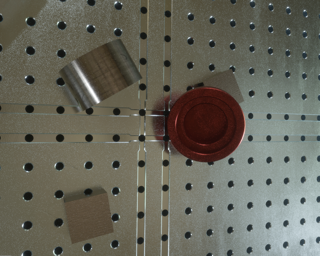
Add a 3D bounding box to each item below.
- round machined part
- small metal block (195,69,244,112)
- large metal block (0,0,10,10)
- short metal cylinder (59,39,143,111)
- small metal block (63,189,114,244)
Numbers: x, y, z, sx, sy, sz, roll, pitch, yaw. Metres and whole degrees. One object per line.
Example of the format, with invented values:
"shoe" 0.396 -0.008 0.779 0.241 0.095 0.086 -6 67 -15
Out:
"round machined part" 0.061 -0.007 0.413 0.099 0.042 0.097 1 103 7
"small metal block" 0.086 -0.051 0.446 0.050 0.025 0.050 -27 99 -18
"large metal block" -0.188 -0.185 0.330 0.080 0.050 0.080 38 78 -16
"short metal cylinder" -0.067 -0.061 0.359 0.080 0.080 0.050 -32 101 -17
"small metal block" -0.088 0.107 0.381 0.050 0.025 0.050 -10 94 -20
